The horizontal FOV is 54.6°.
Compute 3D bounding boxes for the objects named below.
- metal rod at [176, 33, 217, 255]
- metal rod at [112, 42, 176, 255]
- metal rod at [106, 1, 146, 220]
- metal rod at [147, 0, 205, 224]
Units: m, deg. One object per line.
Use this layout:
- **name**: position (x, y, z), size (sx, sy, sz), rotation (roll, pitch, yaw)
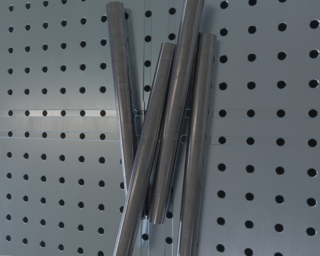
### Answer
- **metal rod**: position (0.046, 0.032, 0.396), size (0.025, 0.025, 0.298), rotation (6, 92, 20)
- **metal rod**: position (-0.019, 0.037, 0.402), size (0.025, 0.025, 0.299), rotation (12, 87, 19)
- **metal rod**: position (-0.048, -0.024, 0.429), size (0.025, 0.025, 0.298), rotation (-7, 88, 20)
- **metal rod**: position (0.019, -0.023, 0.395), size (0.025, 0.025, 0.298), rotation (12, 98, 19)
